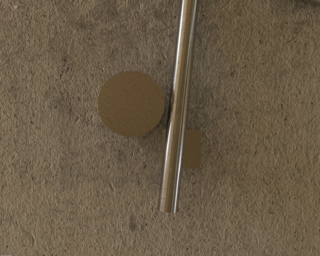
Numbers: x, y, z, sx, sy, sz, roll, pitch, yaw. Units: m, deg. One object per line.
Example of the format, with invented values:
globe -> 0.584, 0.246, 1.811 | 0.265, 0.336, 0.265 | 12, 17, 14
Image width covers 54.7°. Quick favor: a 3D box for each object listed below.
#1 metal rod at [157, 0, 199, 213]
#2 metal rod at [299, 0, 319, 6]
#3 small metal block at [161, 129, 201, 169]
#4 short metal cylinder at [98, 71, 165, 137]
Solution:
metal rod -> 0.026, -0.047, 0.391 | 0.025, 0.025, 0.298 | 6, 83, 0
metal rod -> 0.091, -0.211, 0.410 | 0.302, 0.025, 0.025 | 16, 90, 0
small metal block -> 0.027, 0.026, 0.410 | 0.050, 0.025, 0.050 | 2, 90, 0
short metal cylinder -> -0.035, -0.029, 0.397 | 0.081, 0.050, 0.080 | 0, 90, 0
